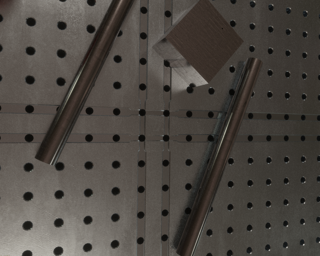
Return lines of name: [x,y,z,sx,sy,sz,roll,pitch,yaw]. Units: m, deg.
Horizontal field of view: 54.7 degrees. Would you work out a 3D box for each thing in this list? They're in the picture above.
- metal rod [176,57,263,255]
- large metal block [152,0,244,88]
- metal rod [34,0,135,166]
metal rod: [0.088,0.038,0.446,0.025,0.025,0.299,24,82,-19]
large metal block: [0.051,-0.113,0.419,0.080,0.050,0.080,44,76,-15]
metal rod: [-0.076,-0.096,0.385,0.025,0.025,0.299,26,81,-19]
